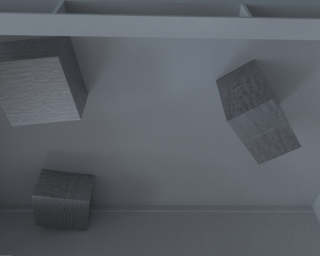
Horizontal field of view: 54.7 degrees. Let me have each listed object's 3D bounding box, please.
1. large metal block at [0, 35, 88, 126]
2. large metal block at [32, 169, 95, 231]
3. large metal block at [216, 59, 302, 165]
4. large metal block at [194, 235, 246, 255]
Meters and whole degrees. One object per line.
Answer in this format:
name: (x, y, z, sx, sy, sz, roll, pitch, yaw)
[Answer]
large metal block: (-0.134, -0.052, 0.347, 0.080, 0.050, 0.080, -5, 130, 4)
large metal block: (-0.149, 0.114, 0.488, 0.081, 0.050, 0.079, 8, 130, -8)
large metal block: (0.112, -0.019, 0.359, 0.050, 0.080, 0.080, -29, 125, 22)
large metal block: (0.118, 0.261, 0.619, 0.081, 0.050, 0.079, 5, 130, -5)
